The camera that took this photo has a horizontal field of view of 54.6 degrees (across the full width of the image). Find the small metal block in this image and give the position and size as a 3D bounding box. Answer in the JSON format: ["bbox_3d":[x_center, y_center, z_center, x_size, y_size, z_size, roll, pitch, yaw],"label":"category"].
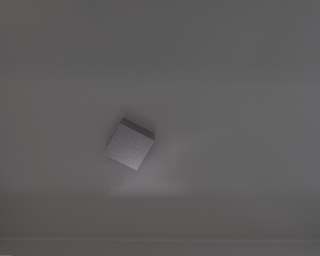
[{"bbox_3d":[-0.041,0.021,0.419,0.050,0.025,0.050,28,108,-10],"label":"small metal block"}]
